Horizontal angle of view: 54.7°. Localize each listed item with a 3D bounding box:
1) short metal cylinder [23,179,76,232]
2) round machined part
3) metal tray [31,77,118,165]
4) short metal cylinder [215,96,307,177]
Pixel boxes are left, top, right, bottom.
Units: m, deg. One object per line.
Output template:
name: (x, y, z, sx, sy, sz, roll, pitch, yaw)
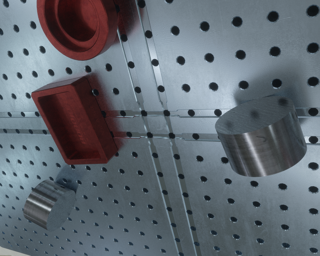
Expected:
short metal cylinder: (-0.201, 0.141, 0.569, 0.050, 0.080, 0.079, 22, 127, 15)
round machined part: (-0.092, -0.133, 0.366, 0.098, 0.042, 0.097, 13, 124, 21)
metal tray: (-0.129, -0.006, 0.471, 0.090, 0.030, 0.129, -6, 116, 31)
short metal cylinder: (0.105, 0.007, 0.325, 0.080, 0.080, 0.050, -13, 112, 33)
